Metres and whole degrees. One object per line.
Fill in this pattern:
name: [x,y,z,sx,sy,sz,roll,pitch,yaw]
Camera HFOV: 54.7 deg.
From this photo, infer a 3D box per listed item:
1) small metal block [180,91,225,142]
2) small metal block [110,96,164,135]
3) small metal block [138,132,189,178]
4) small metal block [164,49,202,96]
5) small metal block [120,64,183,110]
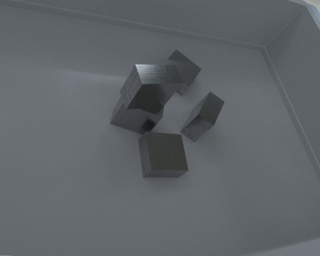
small metal block: [0.059,-0.015,0.433,0.025,0.050,0.050,36,51,-5]
small metal block: [-0.029,-0.019,0.387,0.050,0.050,0.025,20,54,-17]
small metal block: [0.003,0.034,0.388,0.050,0.025,0.050,5,60,-26]
small metal block: [0.029,-0.085,0.475,0.050,0.025,0.050,38,51,-4]
small metal block: [-0.011,-0.046,0.349,0.050,0.050,0.025,-6,65,-31]
